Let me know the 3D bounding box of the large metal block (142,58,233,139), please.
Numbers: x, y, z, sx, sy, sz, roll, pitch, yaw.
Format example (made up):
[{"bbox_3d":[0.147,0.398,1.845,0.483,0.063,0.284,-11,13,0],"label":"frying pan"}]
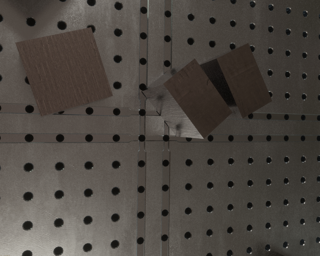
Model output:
[{"bbox_3d":[0.032,-0.034,0.396,0.050,0.080,0.080,-41,104,-15],"label":"large metal block"}]

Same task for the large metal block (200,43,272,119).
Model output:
[{"bbox_3d":[0.091,-0.059,0.418,0.050,0.080,0.080,-29,100,-18],"label":"large metal block"}]

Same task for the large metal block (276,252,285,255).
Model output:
[{"bbox_3d":[0.213,0.253,0.481,0.080,0.050,0.080,29,80,-18],"label":"large metal block"}]

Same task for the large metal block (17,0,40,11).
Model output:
[{"bbox_3d":[-0.151,-0.195,0.343,0.080,0.050,0.080,42,77,-16],"label":"large metal block"}]

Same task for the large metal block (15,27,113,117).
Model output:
[{"bbox_3d":[-0.110,-0.062,0.359,0.081,0.050,0.080,-19,97,-19],"label":"large metal block"}]
